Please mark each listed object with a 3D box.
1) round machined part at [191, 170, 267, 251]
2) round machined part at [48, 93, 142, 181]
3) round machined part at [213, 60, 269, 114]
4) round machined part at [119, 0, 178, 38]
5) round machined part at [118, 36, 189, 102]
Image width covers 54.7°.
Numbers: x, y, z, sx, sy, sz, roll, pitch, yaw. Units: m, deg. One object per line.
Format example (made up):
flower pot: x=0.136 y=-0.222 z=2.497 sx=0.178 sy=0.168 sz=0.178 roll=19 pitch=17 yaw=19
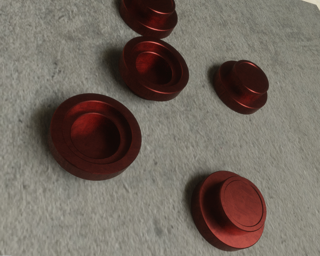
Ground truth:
round machined part: x=0.092 y=0.098 z=0.384 sx=0.099 sy=0.042 sz=0.098 roll=14 pitch=56 yaw=-21
round machined part: x=-0.074 y=0.013 z=0.346 sx=0.099 sy=0.042 sz=0.098 roll=14 pitch=56 yaw=-21
round machined part: x=0.141 y=-0.075 z=0.517 sx=0.099 sy=0.042 sz=0.098 roll=14 pitch=56 yaw=-21
round machined part: x=-0.014 y=-0.198 z=0.508 sx=0.099 sy=0.042 sz=0.098 roll=14 pitch=56 yaw=-21
round machined part: x=-0.012 y=-0.078 z=0.435 sx=0.099 sy=0.042 sz=0.098 roll=14 pitch=56 yaw=-21
